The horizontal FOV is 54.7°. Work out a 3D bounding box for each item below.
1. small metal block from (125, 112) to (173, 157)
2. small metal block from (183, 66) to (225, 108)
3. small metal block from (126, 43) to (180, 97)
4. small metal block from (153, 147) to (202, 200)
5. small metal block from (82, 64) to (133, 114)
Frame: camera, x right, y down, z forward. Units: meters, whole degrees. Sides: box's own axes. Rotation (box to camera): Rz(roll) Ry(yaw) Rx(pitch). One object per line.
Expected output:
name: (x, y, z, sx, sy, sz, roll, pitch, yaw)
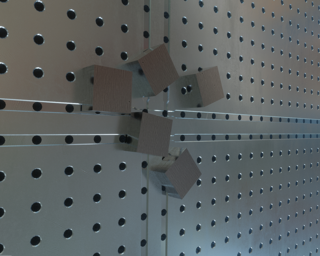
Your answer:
small metal block: (-0.014, 0.009, 0.400, 0.050, 0.025, 0.050, 14, 81, -40)
small metal block: (0.067, -0.062, 0.468, 0.050, 0.025, 0.050, -26, 107, -37)
small metal block: (-0.008, -0.075, 0.404, 0.050, 0.025, 0.050, -41, 115, -32)
small metal block: (0.025, 0.062, 0.433, 0.050, 0.025, 0.050, -46, 118, -30)
small metal block: (-0.061, -0.043, 0.360, 0.050, 0.025, 0.050, 3, 88, -40)
